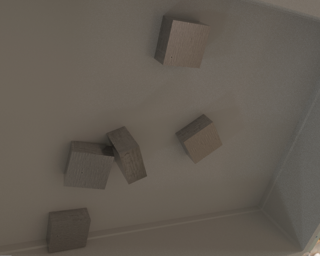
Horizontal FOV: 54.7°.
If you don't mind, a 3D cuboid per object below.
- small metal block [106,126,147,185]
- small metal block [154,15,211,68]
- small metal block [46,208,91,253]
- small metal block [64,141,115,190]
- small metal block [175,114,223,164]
[{"bbox_3d":[-0.042,0.034,0.390,0.025,0.050,0.050,-23,127,-16],"label":"small metal block"},{"bbox_3d":[0.026,-0.099,0.361,0.050,0.025,0.050,-1,119,-28],"label":"small metal block"},{"bbox_3d":[-0.127,0.140,0.426,0.050,0.025,0.050,1,118,-29],"label":"small metal block"},{"bbox_3d":[-0.089,0.047,0.384,0.050,0.025,0.050,10,114,-22],"label":"small metal block"},{"bbox_3d":[0.057,0.016,0.450,0.050,0.025,0.050,-35,129,-6],"label":"small metal block"}]
